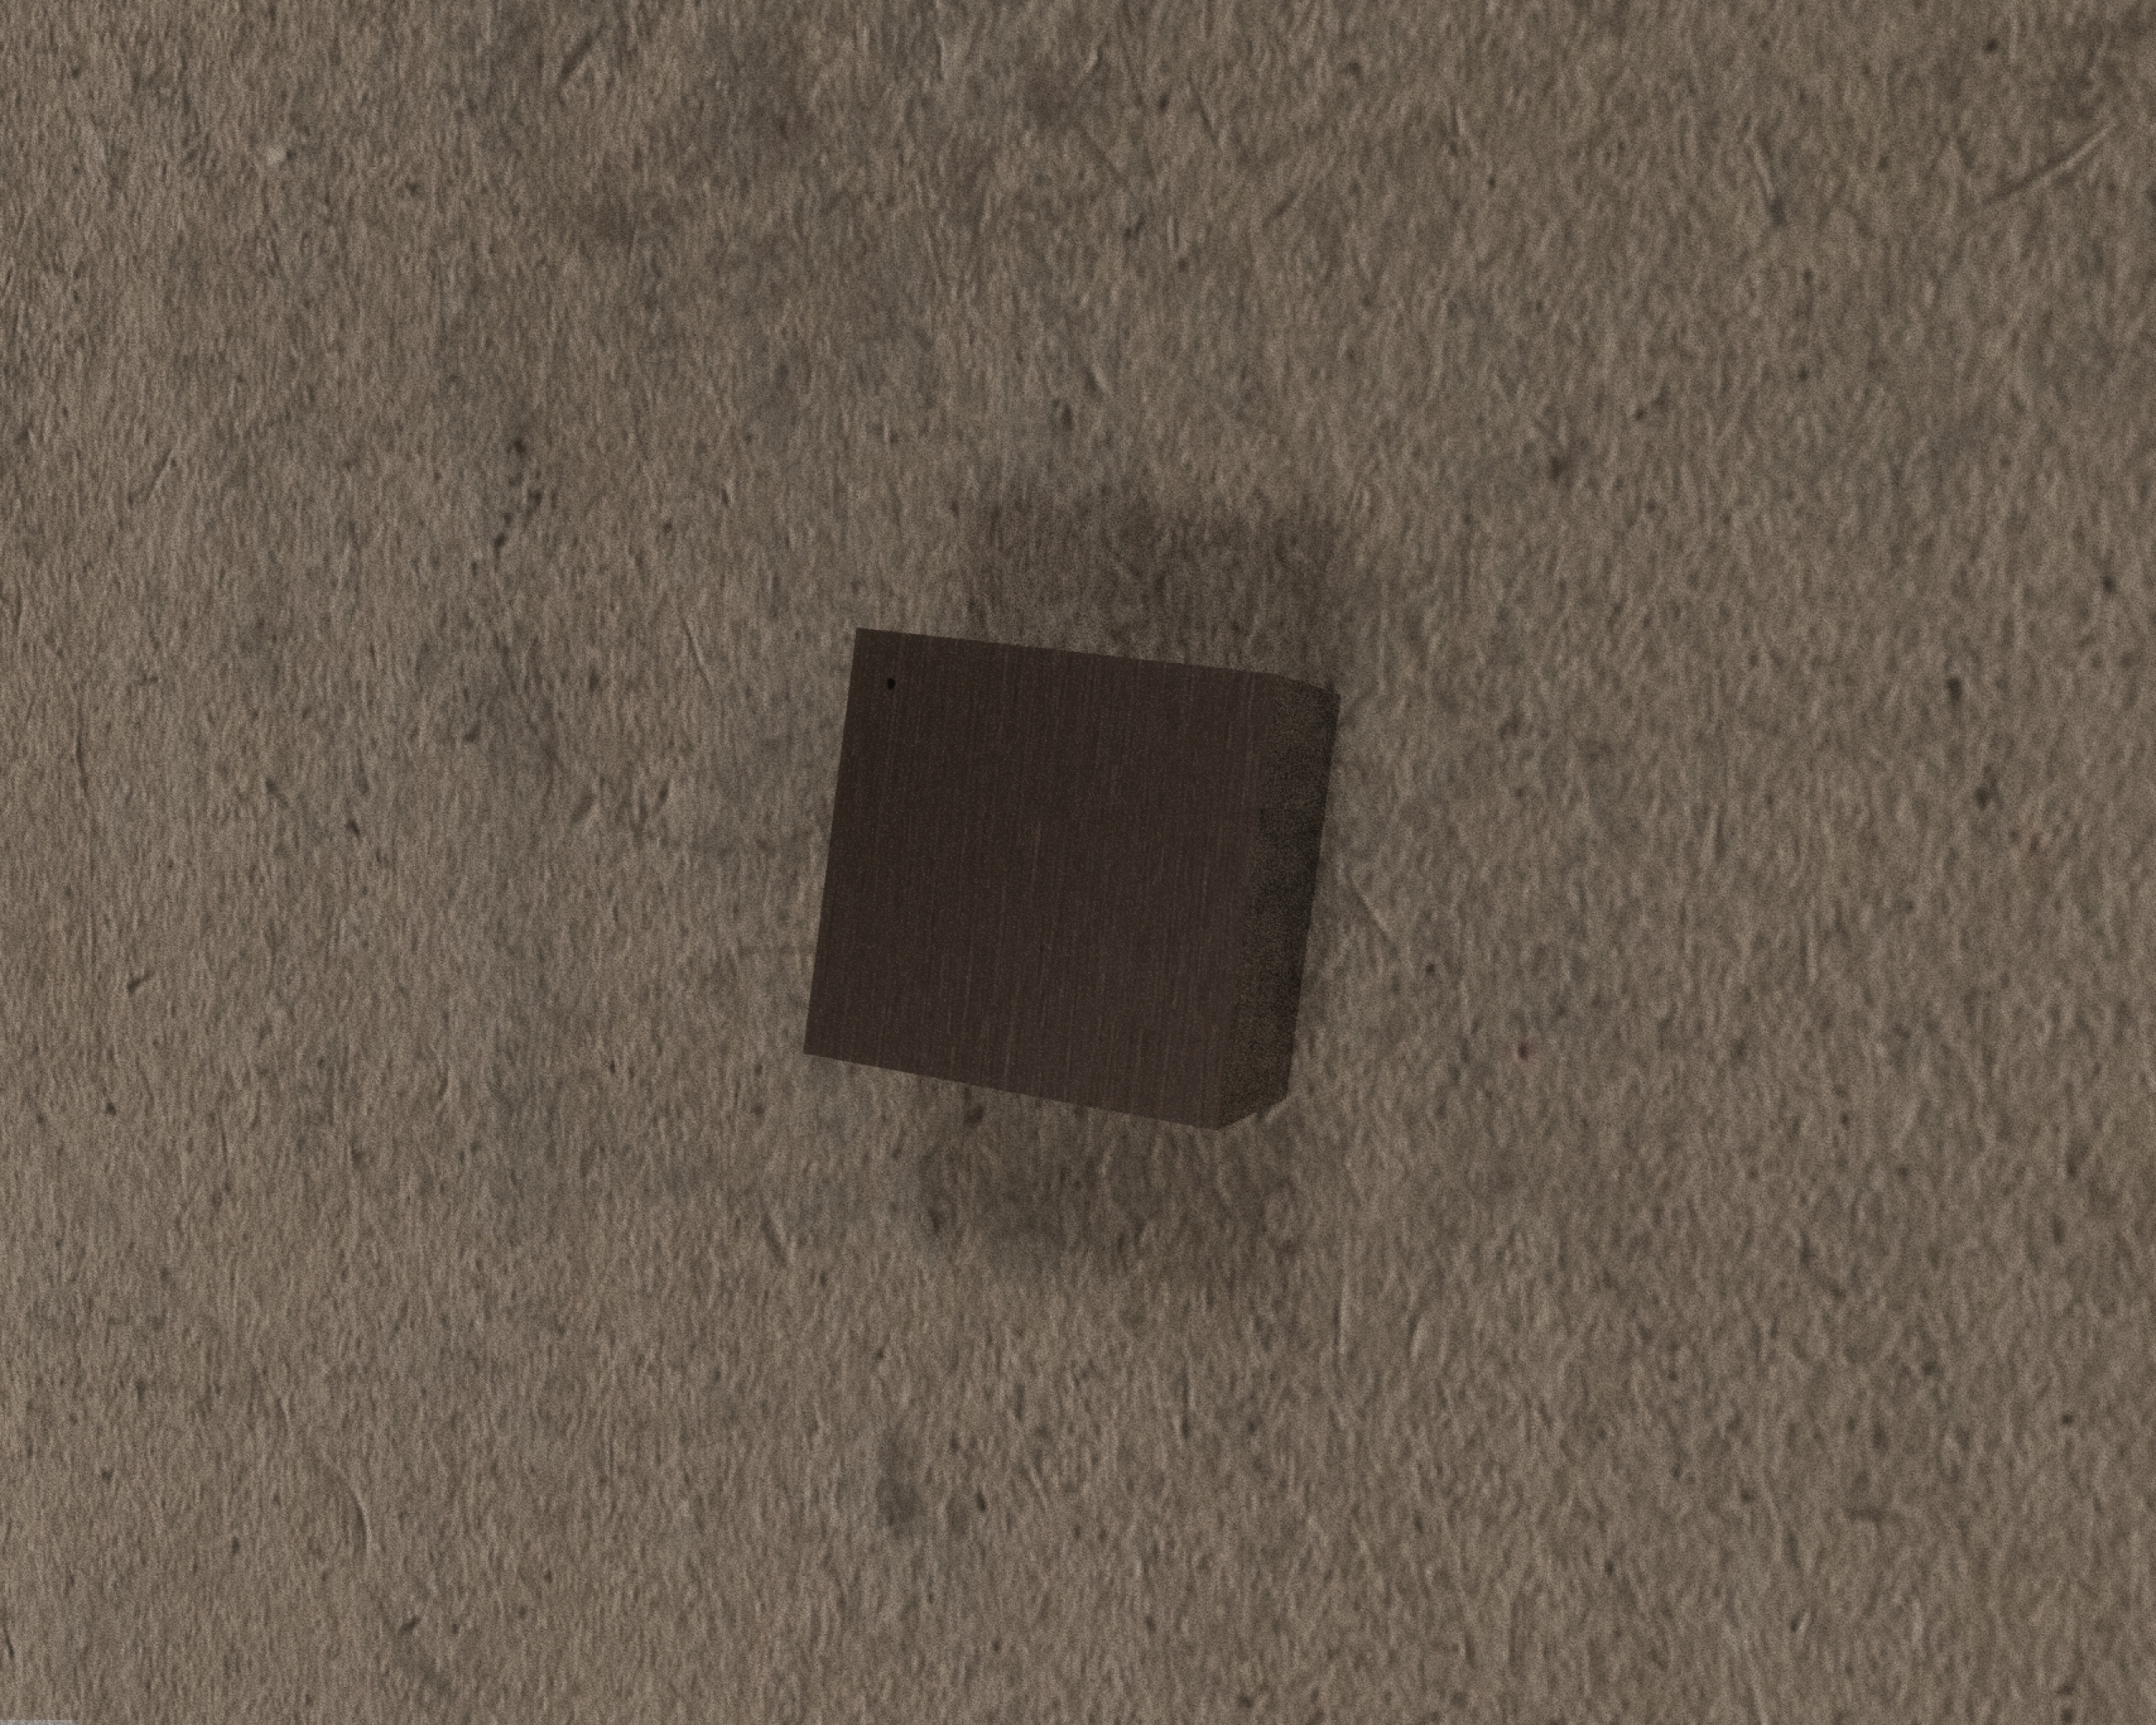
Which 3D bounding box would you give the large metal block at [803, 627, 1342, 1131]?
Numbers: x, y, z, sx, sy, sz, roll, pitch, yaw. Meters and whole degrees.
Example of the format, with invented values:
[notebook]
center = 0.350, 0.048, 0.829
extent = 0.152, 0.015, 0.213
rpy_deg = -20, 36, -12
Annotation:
[large metal block]
center = 0.000, 0.001, 0.396
extent = 0.080, 0.050, 0.079
rpy_deg = 8, 93, 19
